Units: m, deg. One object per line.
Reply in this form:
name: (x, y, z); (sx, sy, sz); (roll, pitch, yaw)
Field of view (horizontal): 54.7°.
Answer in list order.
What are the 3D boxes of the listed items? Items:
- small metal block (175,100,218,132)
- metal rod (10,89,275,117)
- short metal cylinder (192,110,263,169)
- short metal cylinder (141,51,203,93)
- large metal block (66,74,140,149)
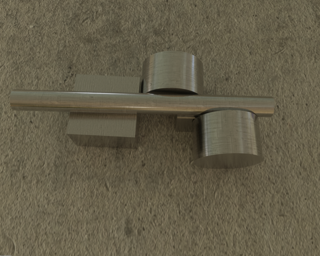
small metal block: (0.046, -0.015, 0.401); (0.050, 0.050, 0.025); (1, 70, 0)
metal rod: (-0.019, -0.029, 0.365); (0.302, 0.025, 0.025); (1, 70, -1)
short metal cylinder: (0.080, 0.017, 0.374); (0.081, 0.080, 0.050); (0, 70, -1)
short metal cylinder: (0.016, -0.056, 0.402); (0.081, 0.080, 0.050); (2, 70, 0)
large metal block: (-0.067, -0.020, 0.399); (0.081, 0.050, 0.080); (3, 70, 1)
